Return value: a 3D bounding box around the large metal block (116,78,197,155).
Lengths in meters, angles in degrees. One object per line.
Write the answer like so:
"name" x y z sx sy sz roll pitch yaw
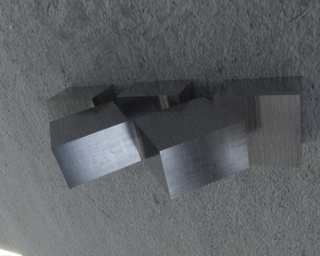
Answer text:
"large metal block" 0.002 -0.013 0.382 0.080 0.050 0.079 1 119 27

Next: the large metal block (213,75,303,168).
"large metal block" 0.108 -0.008 0.331 0.080 0.050 0.079 2 119 27

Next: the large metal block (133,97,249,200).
"large metal block" 0.028 0.014 0.304 0.080 0.081 0.050 -135 29 -61

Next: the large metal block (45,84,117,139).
"large metal block" -0.100 -0.013 0.435 0.080 0.050 0.080 0 119 27

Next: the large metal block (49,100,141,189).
"large metal block" -0.077 0.014 0.356 0.081 0.080 0.050 -21 116 -13
